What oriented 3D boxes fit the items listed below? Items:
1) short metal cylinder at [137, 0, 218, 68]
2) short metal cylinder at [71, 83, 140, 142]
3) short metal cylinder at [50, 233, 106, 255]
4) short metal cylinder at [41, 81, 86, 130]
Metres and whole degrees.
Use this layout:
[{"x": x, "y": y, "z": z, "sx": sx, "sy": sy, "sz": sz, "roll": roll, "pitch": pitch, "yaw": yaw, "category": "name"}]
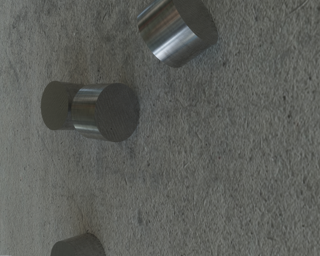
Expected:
[{"x": 0.021, "y": -0.116, "z": 0.352, "sx": 0.050, "sy": 0.081, "sz": 0.080, "roll": -30, "pitch": 72, "yaw": 36, "category": "short metal cylinder"}, {"x": -0.074, "y": -0.022, "z": 0.431, "sx": 0.050, "sy": 0.081, "sz": 0.079, "roll": 5, "pitch": 93, "yaw": 40, "category": "short metal cylinder"}, {"x": -0.132, "y": 0.215, "z": 0.498, "sx": 0.080, "sy": 0.050, "sz": 0.080, "roll": 0, "pitch": 90, "yaw": 40, "category": "short metal cylinder"}, {"x": -0.154, "y": -0.036, "z": 0.516, "sx": 0.080, "sy": 0.050, "sz": 0.080, "roll": 0, "pitch": 90, "yaw": 40, "category": "short metal cylinder"}]
